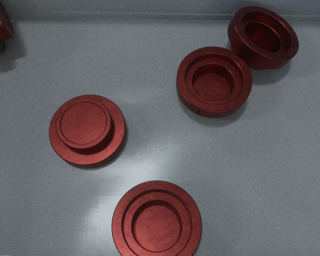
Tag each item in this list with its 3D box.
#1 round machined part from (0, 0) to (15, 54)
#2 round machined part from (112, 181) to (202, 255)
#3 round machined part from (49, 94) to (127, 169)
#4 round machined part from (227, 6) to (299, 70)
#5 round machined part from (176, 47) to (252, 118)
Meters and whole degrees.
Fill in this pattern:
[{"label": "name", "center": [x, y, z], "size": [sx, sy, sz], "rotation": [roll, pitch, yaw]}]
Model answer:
[{"label": "round machined part", "center": [-0.236, -0.150, 0.423], "size": [0.042, 0.098, 0.098], "rotation": [-22, 72, -8]}, {"label": "round machined part", "center": [-0.004, 0.113, 0.355], "size": [0.099, 0.042, 0.098], "rotation": [1, 63, -2]}, {"label": "round machined part", "center": [-0.094, 0.000, 0.399], "size": [0.099, 0.042, 0.098], "rotation": [0, 70, -1]}, {"label": "round machined part", "center": [0.140, -0.121, 0.437], "size": [0.099, 0.042, 0.098], "rotation": [8, 60, -14]}, {"label": "round machined part", "center": [0.071, -0.058, 0.423], "size": [0.099, 0.042, 0.098], "rotation": [0, 70, 0]}]
